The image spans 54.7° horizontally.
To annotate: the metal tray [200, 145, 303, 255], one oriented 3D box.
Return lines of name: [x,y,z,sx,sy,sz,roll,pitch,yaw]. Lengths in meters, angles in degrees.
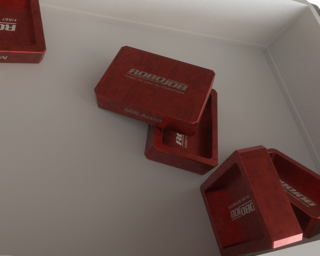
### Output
metal tray: [0.087,0.085,0.331,0.030,0.129,0.090,-9,66,-15]

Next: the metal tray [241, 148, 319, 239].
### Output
metal tray: [0.164,0.075,0.398,0.091,0.030,0.130,-8,29,-32]

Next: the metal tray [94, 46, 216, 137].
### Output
metal tray: [-0.005,-0.050,0.395,0.131,0.030,0.090,18,57,9]

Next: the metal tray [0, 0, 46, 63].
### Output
metal tray: [-0.206,-0.122,0.353,0.131,0.030,0.090,-6,78,-31]

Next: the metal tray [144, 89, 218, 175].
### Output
metal tray: [0.033,-0.009,0.425,0.091,0.030,0.130,19,54,-17]
